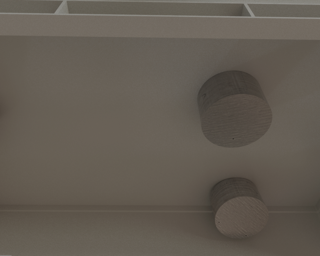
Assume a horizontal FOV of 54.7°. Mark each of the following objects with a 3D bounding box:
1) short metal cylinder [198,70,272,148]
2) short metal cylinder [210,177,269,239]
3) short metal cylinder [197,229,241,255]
[{"bbox_3d":[0.088,-0.022,0.374,0.081,0.050,0.079,0,130,0],"label":"short metal cylinder"},{"bbox_3d":[0.122,0.125,0.487,0.081,0.050,0.079,0,114,-1],"label":"short metal cylinder"},{"bbox_3d":[0.113,0.240,0.601,0.081,0.050,0.079,0,130,0],"label":"short metal cylinder"}]
